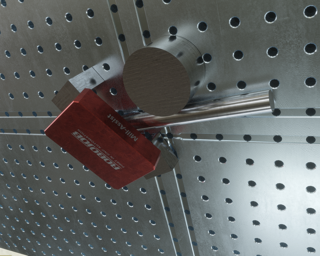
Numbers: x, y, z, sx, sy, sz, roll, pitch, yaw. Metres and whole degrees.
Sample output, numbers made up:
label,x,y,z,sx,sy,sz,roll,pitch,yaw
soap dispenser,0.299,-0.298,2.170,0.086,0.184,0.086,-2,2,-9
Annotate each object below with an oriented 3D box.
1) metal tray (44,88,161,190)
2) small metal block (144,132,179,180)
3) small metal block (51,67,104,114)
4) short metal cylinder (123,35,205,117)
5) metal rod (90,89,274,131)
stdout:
label,x,y,z,sx,sy,sz,roll,pitch,yaw
metal tray,-0.075,0.020,0.408,0.130,0.030,0.090,42,130,-16
small metal block,-0.010,0.040,0.439,0.050,0.025,0.050,-26,105,36
small metal block,-0.111,-0.051,0.420,0.025,0.050,0.050,49,128,-7
short metal cylinder,0.005,-0.060,0.353,0.080,0.050,0.079,13,124,20
metal rod,-0.008,-0.011,0.407,0.300,0.025,0.025,-8,115,31
